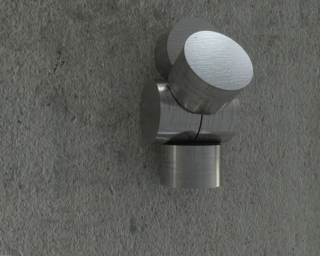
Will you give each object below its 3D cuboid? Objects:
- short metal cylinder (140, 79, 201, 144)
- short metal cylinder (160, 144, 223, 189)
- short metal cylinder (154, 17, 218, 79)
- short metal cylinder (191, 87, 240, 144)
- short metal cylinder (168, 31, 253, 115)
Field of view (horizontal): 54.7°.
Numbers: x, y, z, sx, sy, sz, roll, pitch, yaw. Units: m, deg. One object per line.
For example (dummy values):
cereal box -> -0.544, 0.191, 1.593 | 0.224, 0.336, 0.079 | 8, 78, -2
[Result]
short metal cylinder -> 0.010, -0.020, 0.386 | 0.050, 0.080, 0.079 | 1, 90, -21
short metal cylinder -> 0.040, 0.045, 0.397 | 0.081, 0.080, 0.050 | 0, 90, -20
short metal cylinder -> 0.038, -0.099, 0.413 | 0.081, 0.050, 0.079 | 0, 90, -21
short metal cylinder -> 0.060, -0.019, 0.404 | 0.050, 0.080, 0.079 | 0, 90, -20
short metal cylinder -> 0.055, -0.061, 0.348 | 0.081, 0.050, 0.080 | 10, 59, -16
